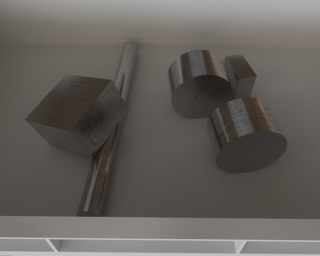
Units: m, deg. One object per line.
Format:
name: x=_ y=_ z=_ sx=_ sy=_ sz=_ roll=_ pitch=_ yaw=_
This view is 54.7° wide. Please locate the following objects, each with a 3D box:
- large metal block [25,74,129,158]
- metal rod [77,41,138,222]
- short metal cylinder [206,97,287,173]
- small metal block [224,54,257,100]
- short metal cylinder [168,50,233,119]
large metal block: x=-0.100 y=-0.018 z=0.382 sx=0.080 sy=0.050 sz=0.080 roll=12 pitch=57 yaw=32
metal rod: x=-0.062 y=-0.021 z=0.421 sx=0.025 sy=0.025 sz=0.300 roll=4 pitch=50 yaw=3
short metal cylinder: x=0.099 y=0.010 z=0.362 sx=0.081 sy=0.080 sz=0.050 roll=-6 pitch=51 yaw=-5
small metal block: x=0.112 y=-0.071 z=0.450 sx=0.025 sy=0.050 sz=0.050 roll=-11 pitch=51 yaw=-9
short metal cylinder: x=0.053 y=-0.058 z=0.419 sx=0.081 sy=0.080 sz=0.050 roll=-4 pitch=50 yaw=-3
